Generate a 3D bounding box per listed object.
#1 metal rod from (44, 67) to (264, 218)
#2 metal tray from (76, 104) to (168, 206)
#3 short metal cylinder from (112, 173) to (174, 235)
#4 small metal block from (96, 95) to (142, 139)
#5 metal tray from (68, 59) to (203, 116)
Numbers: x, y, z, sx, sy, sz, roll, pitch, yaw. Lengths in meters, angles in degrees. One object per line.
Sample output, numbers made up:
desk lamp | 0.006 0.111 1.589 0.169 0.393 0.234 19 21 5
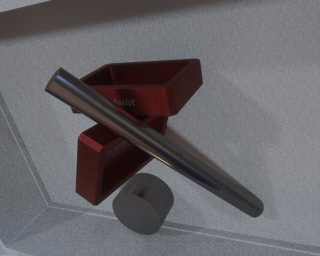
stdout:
metal rod | 0.017 0.032 0.339 0.301 0.025 0.025 34 134 -28
metal tray | -0.041 0.022 0.372 0.030 0.131 0.089 30 129 21
short metal cylinder | -0.025 0.116 0.476 0.080 0.050 0.079 13 124 20
small metal block | -0.055 -0.016 0.427 0.050 0.025 0.050 9 122 23
metal tray | -0.028 -0.048 0.350 0.130 0.090 0.030 3 119 26
